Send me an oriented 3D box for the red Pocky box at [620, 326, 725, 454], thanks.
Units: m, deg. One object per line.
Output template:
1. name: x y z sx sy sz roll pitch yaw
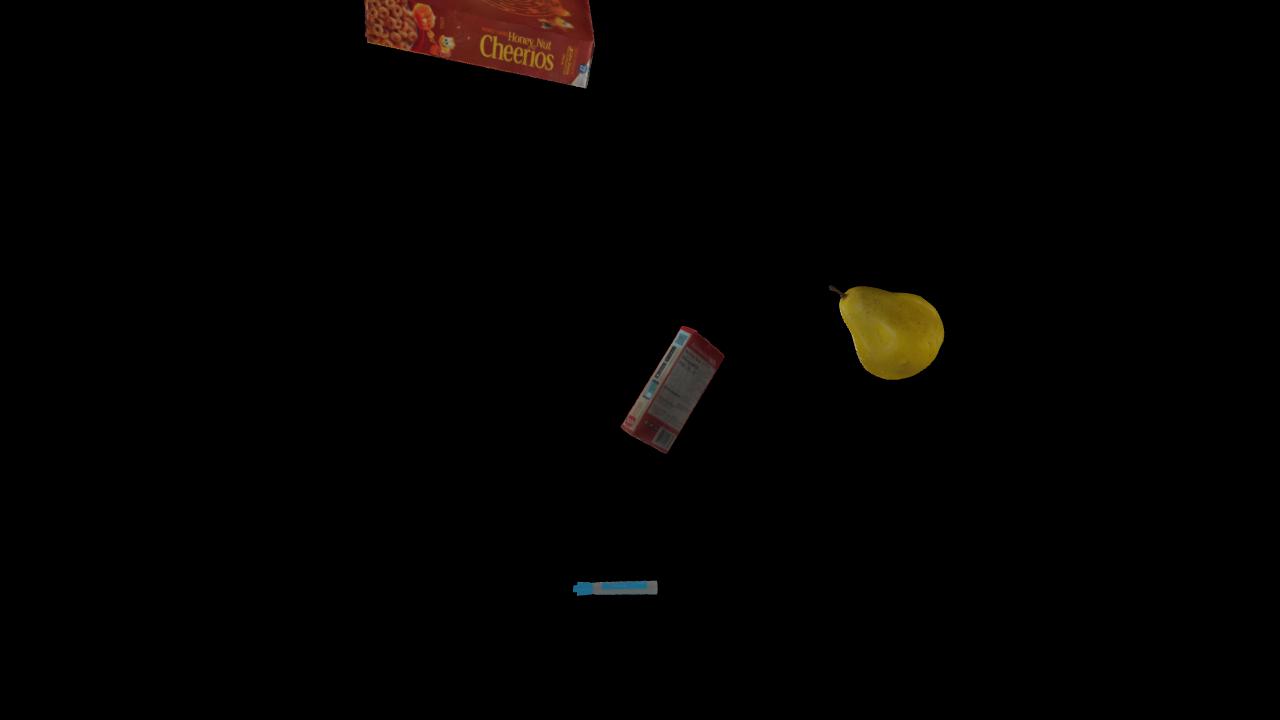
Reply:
1. red Pocky box: 0.045 0.040 0.800 0.028 0.155 0.083 28 -6 45

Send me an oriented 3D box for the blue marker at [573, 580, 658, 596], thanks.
1. blue marker: -0.035 0.328 0.885 0.121 0.020 0.020 1 0 -3

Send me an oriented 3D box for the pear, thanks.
1. pear: 0.211 -0.037 0.547 0.111 0.080 0.080 43 -5 -5

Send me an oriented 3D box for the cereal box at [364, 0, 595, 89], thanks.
1. cereal box: -0.223 -0.503 0.902 0.306 0.203 0.081 6 -43 -16
